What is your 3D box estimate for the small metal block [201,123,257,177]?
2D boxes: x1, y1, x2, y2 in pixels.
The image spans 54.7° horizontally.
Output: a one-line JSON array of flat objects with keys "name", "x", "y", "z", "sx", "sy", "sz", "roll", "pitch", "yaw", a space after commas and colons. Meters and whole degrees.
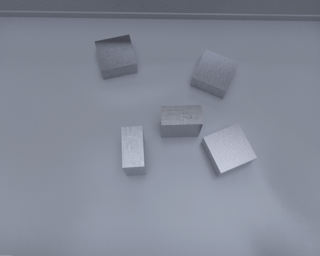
[{"name": "small metal block", "x": 0.088, "y": 0.029, "z": 0.400, "sx": 0.050, "sy": 0.025, "sz": 0.050, "roll": -22, "pitch": 72, "yaw": -8}]

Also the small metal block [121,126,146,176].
[{"name": "small metal block", "x": -0.032, "y": 0.030, "z": 0.385, "sx": 0.025, "sy": 0.050, "sz": 0.050, "roll": -4, "pitch": 70, "yaw": -1}]

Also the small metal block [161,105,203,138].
[{"name": "small metal block", "x": 0.026, "y": -0.007, "z": 0.399, "sx": 0.050, "sy": 0.050, "sz": 0.025, "roll": -2, "pitch": 70, "yaw": -1}]

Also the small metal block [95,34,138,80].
[{"name": "small metal block", "x": -0.063, "y": -0.102, "z": 0.446, "sx": 0.050, "sy": 0.025, "sz": 0.050, "roll": -13, "pitch": 71, "yaw": -5}]

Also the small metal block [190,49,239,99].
[{"name": "small metal block", "x": 0.077, "y": -0.076, "z": 0.438, "sx": 0.050, "sy": 0.025, "sz": 0.050, "roll": 24, "pitch": 72, "yaw": 8}]
